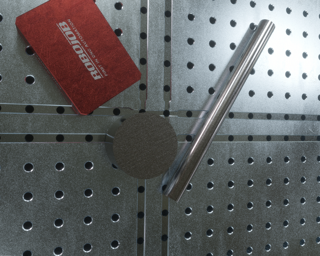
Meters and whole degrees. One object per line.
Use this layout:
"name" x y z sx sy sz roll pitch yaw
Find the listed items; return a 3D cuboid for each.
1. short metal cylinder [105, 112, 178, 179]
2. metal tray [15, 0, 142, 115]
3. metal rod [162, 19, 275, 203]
"short metal cylinder" -0.025 0.021 0.391 0.081 0.050 0.079 0 90 -21
"metal tray" -0.095 -0.091 0.375 0.090 0.030 0.130 -37 102 -17
"metal rod" 0.089 -0.031 0.447 0.025 0.025 0.300 34 79 -17
